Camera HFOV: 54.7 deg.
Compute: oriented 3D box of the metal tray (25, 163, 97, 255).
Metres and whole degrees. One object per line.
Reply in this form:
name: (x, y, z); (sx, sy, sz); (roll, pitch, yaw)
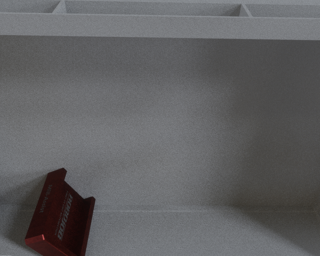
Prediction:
metal tray: (-0.142, 0.130, 0.467); (0.030, 0.130, 0.090); (-20, 129, 17)
